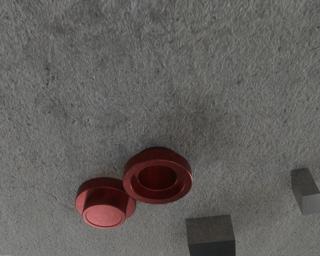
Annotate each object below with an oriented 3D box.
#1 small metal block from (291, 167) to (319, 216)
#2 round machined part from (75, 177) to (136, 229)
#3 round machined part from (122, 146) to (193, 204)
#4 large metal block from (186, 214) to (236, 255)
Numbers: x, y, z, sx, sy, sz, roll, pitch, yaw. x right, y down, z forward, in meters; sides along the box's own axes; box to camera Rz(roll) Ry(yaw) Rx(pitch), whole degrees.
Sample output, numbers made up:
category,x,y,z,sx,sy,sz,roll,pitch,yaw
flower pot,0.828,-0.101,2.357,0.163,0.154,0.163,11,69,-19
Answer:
category,x,y,z,sx,sy,sz,roll,pitch,yaw
small metal block,0.224,0.098,0.478,0.025,0.050,0.050,-13,129,11
round machined part,-0.089,0.128,0.504,0.099,0.042,0.097,-1,130,0
round machined part,-0.004,0.065,0.452,0.099,0.042,0.097,-1,130,0
large metal block,0.094,0.207,0.569,0.080,0.050,0.080,-8,130,6
